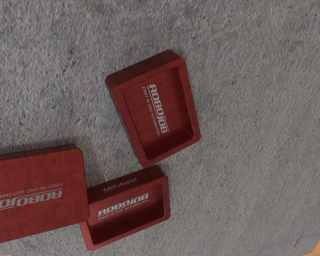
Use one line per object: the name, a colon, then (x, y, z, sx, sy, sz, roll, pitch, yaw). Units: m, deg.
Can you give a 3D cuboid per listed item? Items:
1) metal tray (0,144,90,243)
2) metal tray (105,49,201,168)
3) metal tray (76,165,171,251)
metal tray: (-0.151, 0.073, 0.346, 0.131, 0.030, 0.089, -8, 101, -24)
metal tray: (-0.003, -0.020, 0.388, 0.091, 0.030, 0.129, -27, 128, -12)
metal tray: (-0.051, 0.114, 0.446, 0.131, 0.030, 0.089, -17, 126, -19)
